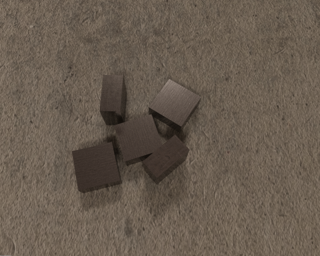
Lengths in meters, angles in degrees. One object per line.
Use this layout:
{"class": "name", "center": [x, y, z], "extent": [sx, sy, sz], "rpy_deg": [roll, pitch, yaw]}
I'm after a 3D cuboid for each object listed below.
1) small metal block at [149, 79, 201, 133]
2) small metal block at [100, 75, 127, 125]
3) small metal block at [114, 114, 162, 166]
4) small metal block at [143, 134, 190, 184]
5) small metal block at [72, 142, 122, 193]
{"class": "small metal block", "center": [0.020, -0.030, 0.419], "extent": [0.050, 0.025, 0.050], "rpy_deg": [31, 73, 10]}
{"class": "small metal block", "center": [-0.060, -0.035, 0.407], "extent": [0.025, 0.050, 0.050], "rpy_deg": [2, 70, 0]}
{"class": "small metal block", "center": [-0.027, 0.016, 0.402], "extent": [0.050, 0.025, 0.050], "rpy_deg": [-17, 71, -7]}
{"class": "small metal block", "center": [0.007, 0.040, 0.380], "extent": [0.050, 0.050, 0.025], "rpy_deg": [-39, 76, -13]}
{"class": "small metal block", "center": [-0.079, 0.050, 0.389], "extent": [0.050, 0.025, 0.050], "rpy_deg": [-13, 71, -5]}
